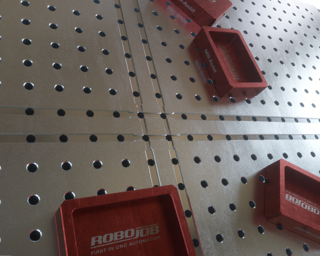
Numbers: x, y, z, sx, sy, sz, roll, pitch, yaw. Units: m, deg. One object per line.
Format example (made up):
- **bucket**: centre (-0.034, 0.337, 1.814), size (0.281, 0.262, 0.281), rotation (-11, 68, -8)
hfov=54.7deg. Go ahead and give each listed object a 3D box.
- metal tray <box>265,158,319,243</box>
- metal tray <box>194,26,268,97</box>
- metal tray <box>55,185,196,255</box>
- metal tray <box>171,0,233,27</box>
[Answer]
- **metal tray**: centre (0.217, 0.111, 0.456), size (0.131, 0.030, 0.090), rotation (26, 53, -13)
- **metal tray**: centre (0.124, -0.117, 0.545), size (0.091, 0.030, 0.130), rotation (-5, 65, -31)
- **metal tray**: centre (-0.033, 0.113, 0.319), size (0.131, 0.030, 0.090), rotation (-2, 63, -30)
- **metal tray**: centre (0.069, -0.258, 0.602), size (0.130, 0.030, 0.090), rotation (41, 51, 0)
